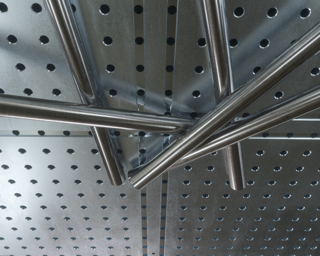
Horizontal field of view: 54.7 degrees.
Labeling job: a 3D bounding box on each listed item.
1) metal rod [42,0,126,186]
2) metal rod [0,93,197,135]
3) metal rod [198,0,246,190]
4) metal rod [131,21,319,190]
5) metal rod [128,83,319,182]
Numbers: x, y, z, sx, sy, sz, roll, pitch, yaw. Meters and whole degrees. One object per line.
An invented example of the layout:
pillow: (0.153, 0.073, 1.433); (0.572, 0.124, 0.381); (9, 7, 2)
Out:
metal rod: (-0.085, -0.033, 0.382); (0.025, 0.025, 0.298); (-6, 130, 5)
metal rod: (-0.095, -0.016, 0.358); (0.302, 0.025, 0.025); (6, 131, -21)
metal rod: (0.086, -0.021, 0.394); (0.025, 0.025, 0.299); (-11, 130, 9)
metal rod: (0.068, -0.011, 0.368); (0.025, 0.025, 0.299); (34, 121, -26)
metal rod: (0.072, 0.017, 0.397); (0.299, 0.025, 0.025); (-28, 126, 32)
